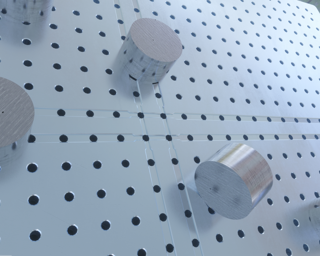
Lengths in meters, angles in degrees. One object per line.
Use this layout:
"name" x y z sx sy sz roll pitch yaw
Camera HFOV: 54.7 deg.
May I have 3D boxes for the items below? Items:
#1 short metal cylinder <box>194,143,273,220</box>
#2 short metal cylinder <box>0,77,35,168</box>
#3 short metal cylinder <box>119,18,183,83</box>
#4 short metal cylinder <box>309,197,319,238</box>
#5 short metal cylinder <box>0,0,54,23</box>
"short metal cylinder" 0.090 0.065 0.384 0.050 0.080 0.080 -30 79 -38
"short metal cylinder" -0.169 -0.005 0.304 0.081 0.050 0.080 14 56 -21
"short metal cylinder" -0.014 -0.113 0.455 0.081 0.050 0.080 14 56 -21
"short metal cylinder" 0.273 0.134 0.460 0.081 0.050 0.080 14 56 -21
"short metal cylinder" -0.181 -0.187 0.409 0.081 0.050 0.080 14 56 -21
